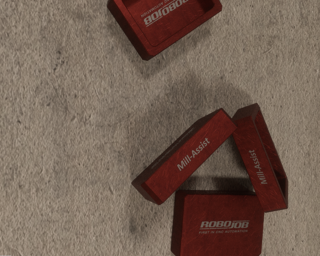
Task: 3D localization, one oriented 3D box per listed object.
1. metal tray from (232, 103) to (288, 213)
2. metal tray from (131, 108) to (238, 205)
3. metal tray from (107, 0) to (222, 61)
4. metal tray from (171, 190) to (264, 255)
[{"bbox_3d":[0.139,0.037,0.428,0.129,0.030,0.090,67,27,-6],"label":"metal tray"},{"bbox_3d":[0.027,0.035,0.383,0.130,0.090,0.030,-42,92,-15],"label":"metal tray"},{"bbox_3d":[0.009,-0.161,0.410,0.131,0.030,0.090,-38,103,-16],"label":"metal tray"},{"bbox_3d":[0.084,0.136,0.439,0.131,0.030,0.089,5,88,-20],"label":"metal tray"}]
